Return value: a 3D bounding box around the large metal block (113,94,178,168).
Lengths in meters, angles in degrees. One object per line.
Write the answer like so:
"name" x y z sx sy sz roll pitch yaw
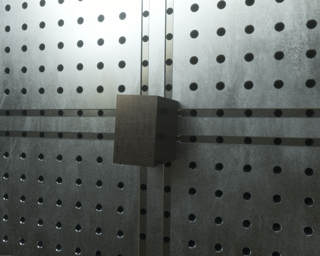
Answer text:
"large metal block" -0.015 0.002 0.387 0.050 0.080 0.079 4 91 20
